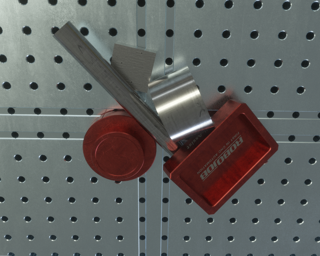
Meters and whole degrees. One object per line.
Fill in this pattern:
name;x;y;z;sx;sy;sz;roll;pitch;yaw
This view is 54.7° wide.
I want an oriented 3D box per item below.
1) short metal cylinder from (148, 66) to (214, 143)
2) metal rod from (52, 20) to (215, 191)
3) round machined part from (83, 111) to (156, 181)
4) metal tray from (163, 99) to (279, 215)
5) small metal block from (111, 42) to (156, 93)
short metal cylinder;0.026;-0.028;0.374;0.050;0.080;0.080;-24;109;8
metal rod;-0.012;-0.007;0.393;0.025;0.025;0.300;-38;114;12
round machined part;-0.054;0.029;0.413;0.099;0.042;0.097;0;110;-1
metal tray;0.080;0.038;0.403;0.130;0.030;0.090;-45;113;-2
small metal block;-0.035;-0.076;0.385;0.050;0.025;0.050;12;110;-5
